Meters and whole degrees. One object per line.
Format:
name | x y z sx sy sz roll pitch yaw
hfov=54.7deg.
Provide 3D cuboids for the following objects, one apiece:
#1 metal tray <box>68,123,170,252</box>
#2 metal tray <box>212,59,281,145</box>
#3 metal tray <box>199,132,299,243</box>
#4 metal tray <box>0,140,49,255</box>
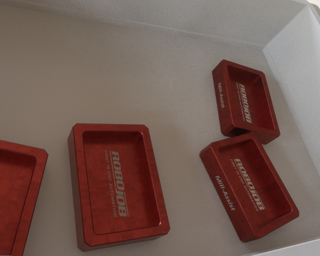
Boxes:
metal tray | -0.047 0.059 0.340 0.091 0.030 0.130 1 61 -28
metal tray | 0.137 -0.043 0.502 0.091 0.030 0.130 12 57 -22
metal tray | 0.121 0.075 0.420 0.091 0.030 0.130 -12 68 -33
metal tray | -0.160 0.073 0.271 0.091 0.030 0.130 15 56 -20
